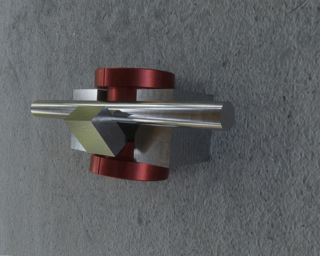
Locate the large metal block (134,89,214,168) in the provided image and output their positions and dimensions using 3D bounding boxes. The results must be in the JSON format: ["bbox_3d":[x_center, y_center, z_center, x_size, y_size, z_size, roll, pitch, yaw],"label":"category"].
[{"bbox_3d":[0.018,-0.001,0.356,0.050,0.081,0.079,5,93,40],"label":"large metal block"}]

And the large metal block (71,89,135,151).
[{"bbox_3d":[-0.073,-0.010,0.431,0.050,0.081,0.079,6,94,40],"label":"large metal block"}]

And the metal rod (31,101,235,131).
[{"bbox_3d":[-0.059,-0.019,0.351,0.300,0.025,0.025,5,93,40],"label":"metal rod"}]

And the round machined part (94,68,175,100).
[{"bbox_3d":[-0.031,-0.047,0.385,0.098,0.099,0.042,5,94,40],"label":"round machined part"}]

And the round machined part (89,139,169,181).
[{"bbox_3d":[-0.036,0.036,0.388,0.098,0.099,0.042,6,89,40],"label":"round machined part"}]

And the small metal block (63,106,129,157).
[{"bbox_3d":[-0.071,0.003,0.343,0.050,0.025,0.050,2,132,41],"label":"small metal block"}]
